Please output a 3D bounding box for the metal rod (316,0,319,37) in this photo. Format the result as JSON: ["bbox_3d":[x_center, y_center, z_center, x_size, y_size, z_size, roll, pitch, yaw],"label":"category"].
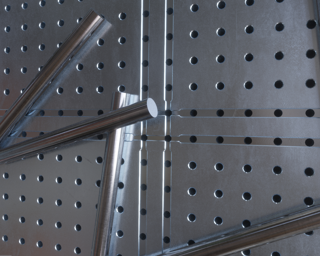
[{"bbox_3d":[0.200,-0.024,0.342,0.025,0.025,0.298,-6,88,19],"label":"metal rod"}]

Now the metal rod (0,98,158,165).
[{"bbox_3d":[-0.140,0.013,0.442,0.300,0.025,0.025,-16,85,25],"label":"metal rod"}]

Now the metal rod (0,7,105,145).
[{"bbox_3d":[-0.191,-0.060,0.478,0.299,0.025,0.025,-45,77,14],"label":"metal rod"}]

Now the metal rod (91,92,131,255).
[{"bbox_3d":[-0.074,0.099,0.437,0.025,0.025,0.298,9,93,19],"label":"metal rod"}]

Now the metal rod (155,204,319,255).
[{"bbox_3d":[0.062,0.153,0.390,0.300,0.025,0.025,-25,82,17],"label":"metal rod"}]
